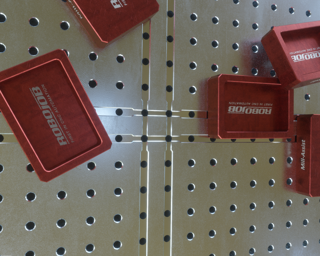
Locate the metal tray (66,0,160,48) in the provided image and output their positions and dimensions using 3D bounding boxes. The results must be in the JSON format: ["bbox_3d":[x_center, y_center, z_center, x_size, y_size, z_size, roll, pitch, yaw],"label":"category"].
[{"bbox_3d":[-0.073,-0.178,0.383,0.090,0.030,0.130,-38,102,-16],"label":"metal tray"}]

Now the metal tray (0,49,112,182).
[{"bbox_3d":[-0.126,-0.015,0.363,0.091,0.030,0.130,-29,100,-18],"label":"metal tray"}]

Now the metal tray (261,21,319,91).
[{"bbox_3d":[0.228,-0.114,0.473,0.131,0.030,0.090,-15,77,-24],"label":"metal tray"}]

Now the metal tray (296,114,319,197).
[{"bbox_3d":[0.270,0.044,0.509,0.091,0.030,0.129,1,90,-20],"label":"metal tray"}]

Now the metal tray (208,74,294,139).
[{"bbox_3d":[0.136,-0.030,0.459,0.131,0.030,0.090,0,90,-20],"label":"metal tray"}]
